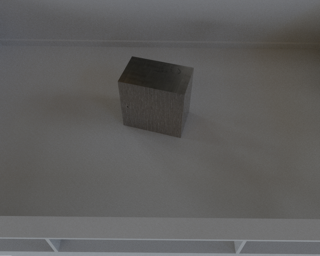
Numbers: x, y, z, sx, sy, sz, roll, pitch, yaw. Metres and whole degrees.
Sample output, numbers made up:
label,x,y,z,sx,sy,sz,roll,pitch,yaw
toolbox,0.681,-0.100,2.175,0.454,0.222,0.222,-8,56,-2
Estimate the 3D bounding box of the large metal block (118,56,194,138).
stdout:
label,x,y,z,sx,sy,sz,roll,pitch,yaw
large metal block,-0.004,-0.039,0.402,0.080,0.080,0.050,13,51,10
